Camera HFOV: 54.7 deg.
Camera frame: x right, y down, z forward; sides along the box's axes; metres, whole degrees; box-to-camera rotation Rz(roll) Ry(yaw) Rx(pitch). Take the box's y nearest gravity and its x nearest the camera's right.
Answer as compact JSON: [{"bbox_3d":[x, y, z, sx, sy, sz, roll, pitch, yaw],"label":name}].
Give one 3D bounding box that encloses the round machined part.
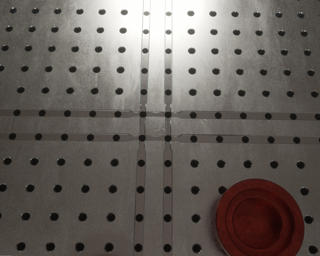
[{"bbox_3d":[0.111,0.111,0.363,0.099,0.042,0.098,0,70,-1],"label":"round machined part"}]
